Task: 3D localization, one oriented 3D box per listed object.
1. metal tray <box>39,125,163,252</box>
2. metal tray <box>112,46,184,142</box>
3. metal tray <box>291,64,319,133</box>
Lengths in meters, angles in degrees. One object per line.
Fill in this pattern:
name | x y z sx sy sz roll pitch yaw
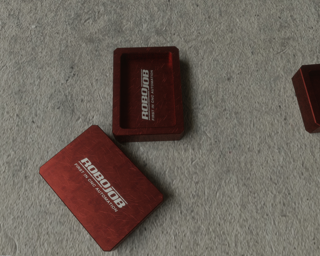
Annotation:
metal tray | -0.070 0.071 0.379 0.090 0.030 0.130 -42 75 -14
metal tray | -0.017 -0.047 0.422 0.091 0.030 0.130 -2 70 -1
metal tray | 0.259 -0.045 0.423 0.131 0.030 0.090 -5 70 -2
